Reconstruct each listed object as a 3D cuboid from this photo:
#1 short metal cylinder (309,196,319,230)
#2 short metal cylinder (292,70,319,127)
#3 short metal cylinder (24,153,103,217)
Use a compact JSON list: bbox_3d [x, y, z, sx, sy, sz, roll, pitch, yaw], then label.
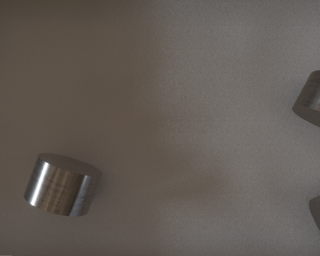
[{"bbox_3d":[0.234,0.115,0.386,0.050,0.080,0.080,-25,90,0],"label":"short metal cylinder"},{"bbox_3d":[0.215,-0.030,0.385,0.080,0.080,0.050,28,90,0],"label":"short metal cylinder"},{"bbox_3d":[-0.118,0.068,0.383,0.080,0.080,0.050,20,90,0],"label":"short metal cylinder"}]
